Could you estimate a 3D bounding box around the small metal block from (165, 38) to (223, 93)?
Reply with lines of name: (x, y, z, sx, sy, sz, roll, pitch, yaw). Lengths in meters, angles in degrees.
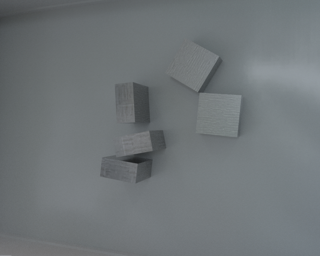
small metal block: (0.043, -0.078, 0.395, 0.050, 0.025, 0.050, 34, 101, 16)

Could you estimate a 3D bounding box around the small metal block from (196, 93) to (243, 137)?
small metal block: (0.074, -0.016, 0.384, 0.050, 0.025, 0.050, 6, 92, 19)

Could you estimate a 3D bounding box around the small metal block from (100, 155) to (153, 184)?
small metal block: (-0.044, 0.053, 0.413, 0.050, 0.050, 0.025, 7, 93, 20)

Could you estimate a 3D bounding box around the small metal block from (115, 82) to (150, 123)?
small metal block: (-0.035, -0.031, 0.410, 0.025, 0.050, 0.050, -3, 89, 20)

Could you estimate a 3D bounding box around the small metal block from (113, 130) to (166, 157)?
small metal block: (-0.025, 0.020, 0.406, 0.050, 0.050, 0.025, -12, 86, 19)
